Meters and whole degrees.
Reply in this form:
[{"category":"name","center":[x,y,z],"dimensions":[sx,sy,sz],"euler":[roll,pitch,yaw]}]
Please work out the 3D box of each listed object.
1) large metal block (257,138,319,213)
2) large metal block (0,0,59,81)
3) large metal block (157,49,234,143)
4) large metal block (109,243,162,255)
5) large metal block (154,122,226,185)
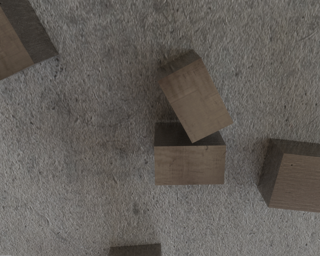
[{"category":"large metal block","center":[0.188,0.064,0.422],"dimensions":[0.081,0.050,0.079],"euler":[6,110,-3]},{"category":"large metal block","center":[-0.166,-0.103,0.341],"dimensions":[0.050,0.080,0.080],"euler":[-23,109,8]},{"category":"large metal block","center":[0.039,-0.041,0.366],"dimensions":[0.050,0.080,0.080],"euler":[-27,108,9]},{"category":"large metal block","center":[-0.035,0.232,0.482],"dimensions":[0.080,0.050,0.079],"euler":[-5,110,1]},{"category":"large metal block","center":[0.034,0.029,0.391],"dimensions":[0.080,0.080,0.050],"euler":[-1,110,0]}]
